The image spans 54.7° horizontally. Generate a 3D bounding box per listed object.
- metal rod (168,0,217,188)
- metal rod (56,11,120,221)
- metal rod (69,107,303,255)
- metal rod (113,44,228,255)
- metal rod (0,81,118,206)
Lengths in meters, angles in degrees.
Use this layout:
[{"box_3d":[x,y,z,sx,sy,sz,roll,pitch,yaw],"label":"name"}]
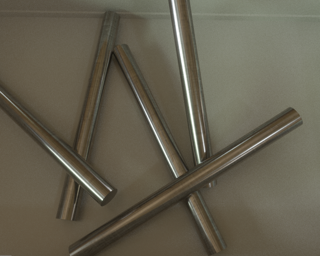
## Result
[{"box_3d":[0.035,-0.076,0.374,0.025,0.025,0.298,-10,95,-4],"label":"metal rod"},{"box_3d":[-0.092,-0.030,0.419,0.025,0.025,0.299,7,70,2],"label":"metal rod"},{"box_3d":[0.030,0.066,0.358,0.301,0.025,0.025,-32,73,-1],"label":"metal rod"},{"box_3d":[0.005,0.014,0.404,0.025,0.025,0.299,-23,72,-8],"label":"metal rod"},{"box_3d":[-0.168,-0.010,0.393,0.300,0.025,0.025,38,74,19],"label":"metal rod"}]
